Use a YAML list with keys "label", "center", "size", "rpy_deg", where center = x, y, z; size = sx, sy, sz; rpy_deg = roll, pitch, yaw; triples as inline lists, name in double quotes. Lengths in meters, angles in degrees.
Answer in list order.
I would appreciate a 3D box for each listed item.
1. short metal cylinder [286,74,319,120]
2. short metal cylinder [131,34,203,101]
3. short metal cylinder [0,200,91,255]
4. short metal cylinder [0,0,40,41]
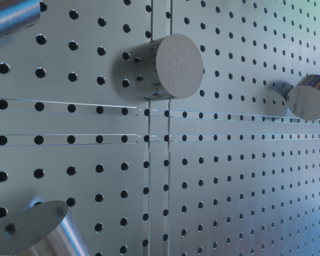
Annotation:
- label: "short metal cylinder"
  center: [0.309, -0.062, 0.631]
  size: [0.050, 0.080, 0.080]
  rpy_deg: [-39, 114, -33]
- label: "short metal cylinder"
  center: [0.010, -0.076, 0.401]
  size: [0.081, 0.050, 0.079]
  rpy_deg: [0, 90, -40]
- label: "short metal cylinder"
  center: [-0.111, 0.110, 0.280]
  size: [0.081, 0.080, 0.050]
  rpy_deg: [-33, 111, -35]
- label: "short metal cylinder"
  center: [-0.145, -0.112, 0.251]
  size: [0.050, 0.080, 0.080]
  rpy_deg: [-42, 116, -32]
